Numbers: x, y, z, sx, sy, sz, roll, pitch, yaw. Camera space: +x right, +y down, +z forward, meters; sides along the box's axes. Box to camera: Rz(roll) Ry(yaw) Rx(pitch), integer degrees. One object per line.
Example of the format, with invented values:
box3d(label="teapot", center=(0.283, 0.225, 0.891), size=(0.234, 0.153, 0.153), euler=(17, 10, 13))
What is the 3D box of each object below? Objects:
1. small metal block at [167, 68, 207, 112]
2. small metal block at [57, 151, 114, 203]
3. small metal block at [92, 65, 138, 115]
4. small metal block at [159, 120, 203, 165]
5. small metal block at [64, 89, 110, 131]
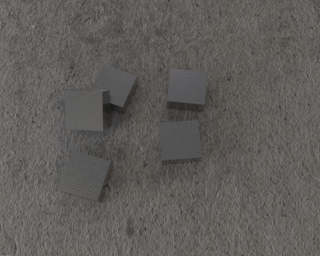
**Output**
box3d(label="small metal block", center=(0.037, -0.052, 0.427), size=(0.050, 0.025, 0.050), euler=(6, 70, 2))
box3d(label="small metal block", center=(-0.091, 0.061, 0.385), size=(0.050, 0.025, 0.050), euler=(15, 71, 5))
box3d(label="small metal block", center=(-0.063, -0.053, 0.427), size=(0.050, 0.025, 0.050), euler=(20, 71, 7))
box3d(label="small metal block", center=(0.025, 0.019, 0.401), size=(0.050, 0.025, 0.050), euler=(-4, 70, -2))
box3d(label="small metal block", center=(-0.093, -0.024, 0.400), size=(0.050, 0.025, 0.050), euler=(3, 102, 10))
